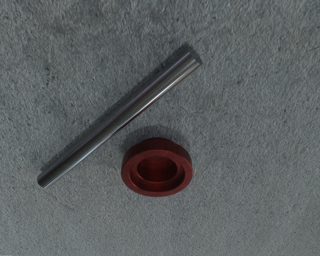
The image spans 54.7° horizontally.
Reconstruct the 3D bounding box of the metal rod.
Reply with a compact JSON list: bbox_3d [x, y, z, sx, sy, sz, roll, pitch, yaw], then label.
[{"bbox_3d":[-0.069,0.001,0.406,0.299,0.025,0.025,-37,122,26],"label":"metal rod"}]

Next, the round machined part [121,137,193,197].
[{"bbox_3d":[-0.004,0.051,0.440,0.099,0.042,0.097,-1,130,0],"label":"round machined part"}]
